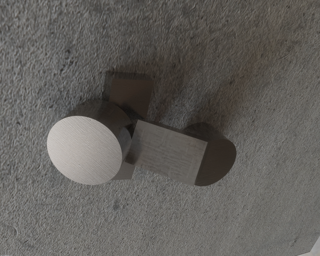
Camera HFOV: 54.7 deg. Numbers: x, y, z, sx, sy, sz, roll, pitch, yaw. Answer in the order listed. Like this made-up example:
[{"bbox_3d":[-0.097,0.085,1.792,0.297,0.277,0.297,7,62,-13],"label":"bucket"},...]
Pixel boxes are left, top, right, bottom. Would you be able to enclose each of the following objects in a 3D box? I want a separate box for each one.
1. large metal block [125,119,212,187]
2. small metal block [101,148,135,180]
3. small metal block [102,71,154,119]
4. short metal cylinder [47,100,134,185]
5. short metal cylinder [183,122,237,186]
[{"bbox_3d":[0.014,0.027,0.374,0.080,0.080,0.050,1,107,-77],"label":"large metal block"},{"bbox_3d":[-0.059,0.040,0.402,0.050,0.025,0.050,3,117,-30],"label":"small metal block"},{"bbox_3d":[-0.039,-0.038,0.364,0.050,0.025,0.050,-1,119,-28],"label":"small metal block"},{"bbox_3d":[-0.073,0.015,0.339,0.080,0.050,0.079,4,114,9],"label":"short metal cylinder"},{"bbox_3d":[0.063,0.038,0.452,0.081,0.050,0.079,-14,125,-21],"label":"short metal cylinder"}]
